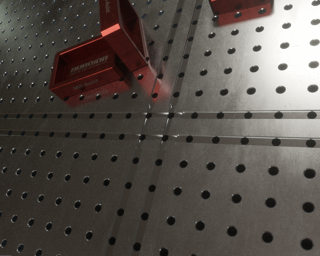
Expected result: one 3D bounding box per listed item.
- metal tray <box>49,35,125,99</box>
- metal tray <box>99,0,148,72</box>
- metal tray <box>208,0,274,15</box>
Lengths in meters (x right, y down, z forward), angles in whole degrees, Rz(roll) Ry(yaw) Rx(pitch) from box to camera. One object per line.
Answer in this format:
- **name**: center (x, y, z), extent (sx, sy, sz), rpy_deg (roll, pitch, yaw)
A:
- **metal tray**: center (-0.125, -0.110, 0.535), extent (0.130, 0.030, 0.090), rpy_deg (-15, 56, 19)
- **metal tray**: center (-0.060, -0.166, 0.497), extent (0.030, 0.090, 0.130), rpy_deg (-21, 54, 16)
- **metal tray**: center (0.128, -0.242, 0.486), extent (0.090, 0.030, 0.130), rpy_deg (-4, 60, 25)
